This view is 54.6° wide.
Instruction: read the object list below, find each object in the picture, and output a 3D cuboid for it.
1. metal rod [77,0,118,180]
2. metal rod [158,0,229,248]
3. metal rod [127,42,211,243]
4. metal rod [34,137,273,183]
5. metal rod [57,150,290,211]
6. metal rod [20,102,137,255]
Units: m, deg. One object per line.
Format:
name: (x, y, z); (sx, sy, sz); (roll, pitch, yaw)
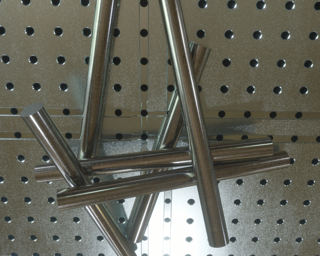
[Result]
metal rod: (-0.078, -0.068, 0.387); (0.025, 0.025, 0.298); (11, 110, -4)
metal rod: (0.041, -0.005, 0.369); (0.025, 0.025, 0.298); (-12, 94, 4)
metal rod: (0.006, 0.033, 0.425); (0.025, 0.025, 0.298); (16, 109, -6)
metal rod: (-0.009, 0.041, 0.400); (0.301, 0.025, 0.025); (-7, 110, 2)
metal rod: (0.028, 0.063, 0.393); (0.302, 0.025, 0.025); (-8, 111, -15)
metal rod: (-0.089, 0.095, 0.404); (0.025, 0.025, 0.299); (-16, 126, 6)
